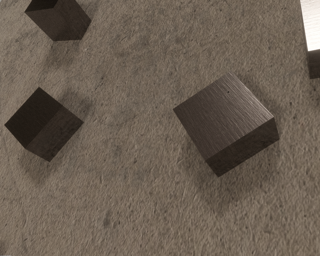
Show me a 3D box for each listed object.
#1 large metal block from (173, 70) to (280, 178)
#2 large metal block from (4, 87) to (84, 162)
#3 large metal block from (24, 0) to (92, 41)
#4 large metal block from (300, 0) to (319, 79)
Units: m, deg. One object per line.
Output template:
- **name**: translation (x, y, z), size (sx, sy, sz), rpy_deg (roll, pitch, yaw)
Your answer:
- **large metal block**: translation (0.074, -0.005, 0.351), size (0.080, 0.050, 0.080), rpy_deg (-34, 52, 6)
- **large metal block**: translation (-0.181, -0.007, 0.485), size (0.080, 0.050, 0.080), rpy_deg (32, 79, 37)
- **large metal block**: translation (-0.196, -0.217, 0.602), size (0.080, 0.080, 0.050), rpy_deg (7, 65, 31)
- **large metal block**: translation (0.206, -0.108, 0.346), size (0.080, 0.050, 0.080), rpy_deg (-7, 59, 24)
